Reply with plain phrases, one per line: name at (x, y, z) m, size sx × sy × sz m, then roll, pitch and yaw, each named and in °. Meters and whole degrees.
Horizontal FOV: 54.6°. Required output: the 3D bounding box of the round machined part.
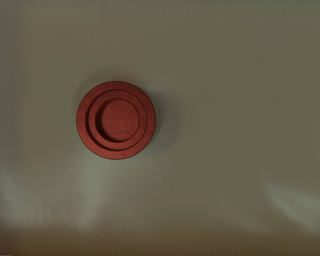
round machined part at (-0.054, -0.010, 0.403) m, size 0.099 × 0.042 × 0.097 m, roll 0°, pitch 90°, yaw 0°
